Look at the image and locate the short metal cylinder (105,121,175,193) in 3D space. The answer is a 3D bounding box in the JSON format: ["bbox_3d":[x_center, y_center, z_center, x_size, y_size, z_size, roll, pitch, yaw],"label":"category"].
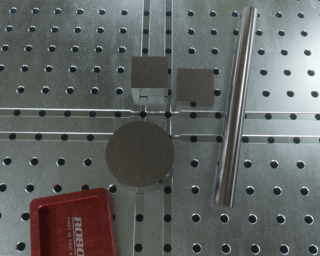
[{"bbox_3d":[-0.023,0.037,0.385,0.081,0.050,0.080,0,70,0],"label":"short metal cylinder"}]

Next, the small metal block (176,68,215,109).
[{"bbox_3d":[0.048,-0.055,0.432,0.050,0.025,0.050,2,70,0],"label":"small metal block"}]

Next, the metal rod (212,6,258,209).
[{"bbox_3d":[0.107,-0.042,0.428,0.025,0.025,0.299,11,70,4],"label":"metal rod"}]

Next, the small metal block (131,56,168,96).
[{"bbox_3d":[-0.014,-0.073,0.438,0.050,0.025,0.050,0,70,-1],"label":"small metal block"}]

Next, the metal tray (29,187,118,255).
[{"bbox_3d":[-0.097,0.141,0.356,0.091,0.030,0.129,-9,70,-4],"label":"metal tray"}]
